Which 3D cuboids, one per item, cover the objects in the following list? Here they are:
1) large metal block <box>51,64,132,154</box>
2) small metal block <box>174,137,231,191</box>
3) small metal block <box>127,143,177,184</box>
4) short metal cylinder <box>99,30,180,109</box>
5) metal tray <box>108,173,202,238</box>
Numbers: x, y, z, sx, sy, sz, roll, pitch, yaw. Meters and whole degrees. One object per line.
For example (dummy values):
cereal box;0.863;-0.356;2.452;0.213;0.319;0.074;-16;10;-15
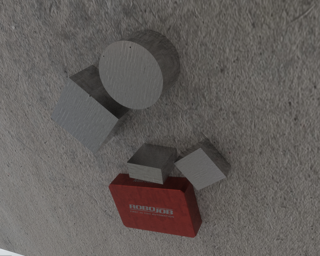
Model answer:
large metal block;-0.091;-0.025;0.423;0.080;0.050;0.080;40;129;0
small metal block;0.056;0.048;0.407;0.050;0.025;0.050;49;129;-7
small metal block;-0.010;0.048;0.425;0.050;0.050;0.025;7;122;24
short metal cylinder;-0.023;-0.068;0.361;0.080;0.050;0.079;13;124;21
metal tray;-0.008;0.119;0.481;0.130;0.030;0.089;-1;118;28
